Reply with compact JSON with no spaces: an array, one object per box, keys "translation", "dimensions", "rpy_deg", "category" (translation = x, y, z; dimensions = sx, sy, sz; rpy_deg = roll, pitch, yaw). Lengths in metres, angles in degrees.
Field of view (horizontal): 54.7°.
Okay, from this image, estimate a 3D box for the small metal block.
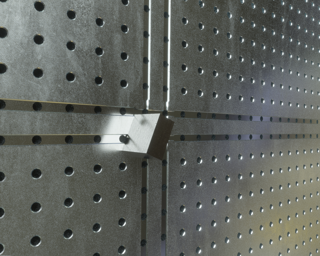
[{"translation":[-0.015,0.011,0.382],"dimensions":[0.025,0.050,0.050],"rpy_deg":[30,71,-37],"category":"small metal block"}]
